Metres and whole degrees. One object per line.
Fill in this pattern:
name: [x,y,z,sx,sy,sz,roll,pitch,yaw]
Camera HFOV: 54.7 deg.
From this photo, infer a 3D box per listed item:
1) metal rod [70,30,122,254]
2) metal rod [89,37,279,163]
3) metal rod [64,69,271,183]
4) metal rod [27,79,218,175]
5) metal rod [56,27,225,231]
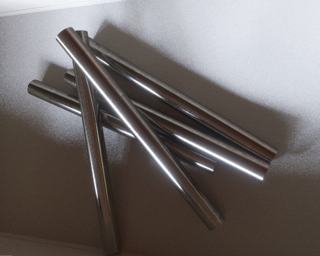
metal rod: [-0.086,0.023,0.417,0.025,0.025,0.298,-6,96,19]
metal rod: [0.011,-0.043,0.405,0.300,0.025,0.025,33,101,16]
metal rod: [-0.006,-0.012,0.402,0.301,0.025,0.025,27,99,21]
metal rod: [-0.062,-0.008,0.431,0.301,0.025,0.025,23,97,18]
metal rod: [-0.023,0.002,0.382,0.025,0.025,0.300,-38,92,16]
